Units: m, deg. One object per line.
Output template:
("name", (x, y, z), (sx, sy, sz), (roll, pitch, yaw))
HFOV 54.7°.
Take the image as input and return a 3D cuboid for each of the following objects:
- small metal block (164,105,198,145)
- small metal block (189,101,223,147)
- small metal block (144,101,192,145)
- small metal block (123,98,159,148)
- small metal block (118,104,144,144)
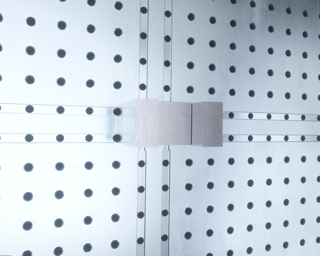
("small metal block", (0.027, -0.004, 0.410), (0.025, 0.050, 0.050), (-1, 91, -20))
("small metal block", (0.050, -0.004, 0.364), (0.025, 0.050, 0.050), (1, 90, -20))
("small metal block", (0.009, -0.005, 0.364), (0.050, 0.025, 0.050), (1, 90, -21))
("small metal block", (-0.022, -0.005, 0.338), (0.025, 0.050, 0.050), (1, 90, -20))
("small metal block", (-0.034, -0.005, 0.387), (0.025, 0.050, 0.050), (1, 90, -20))
